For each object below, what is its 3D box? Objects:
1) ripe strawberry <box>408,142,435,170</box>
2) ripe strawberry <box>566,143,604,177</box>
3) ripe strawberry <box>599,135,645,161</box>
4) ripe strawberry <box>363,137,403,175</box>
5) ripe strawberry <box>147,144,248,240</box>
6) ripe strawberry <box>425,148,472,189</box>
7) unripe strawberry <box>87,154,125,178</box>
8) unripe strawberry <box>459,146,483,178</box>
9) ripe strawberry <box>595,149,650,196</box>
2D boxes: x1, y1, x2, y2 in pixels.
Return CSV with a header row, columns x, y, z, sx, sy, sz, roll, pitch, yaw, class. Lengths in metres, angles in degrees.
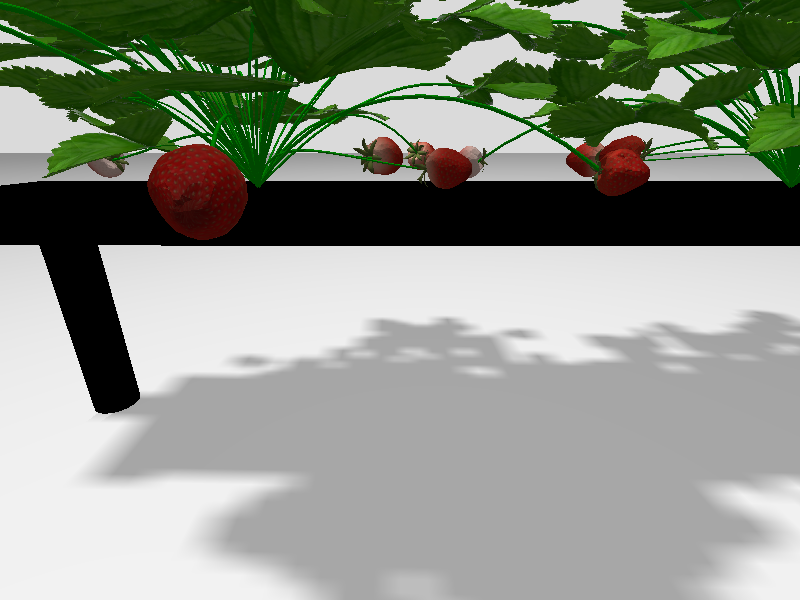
x,y,z,sx,sy,sz,roll,pitch,yaw,class
0.030,-0.182,0.508,0.039,0.035,0.035,16,9,35,ripe strawberry
0.205,-0.156,0.443,0.040,0.039,0.037,19,28,40,ripe strawberry
0.219,-0.141,0.397,0.039,0.041,0.036,13,25,30,ripe strawberry
-0.016,-0.158,0.439,0.046,0.039,0.046,18,27,38,ripe strawberry
-0.076,-0.039,0.150,0.034,0.036,0.037,-5,31,-12,ripe strawberry
0.038,-0.101,0.308,0.035,0.030,0.035,4,22,9,ripe strawberry
-0.325,-0.154,0.439,0.039,0.038,0.036,11,24,27,unripe strawberry
0.070,-0.146,0.425,0.034,0.033,0.031,2,21,21,unripe strawberry
0.149,-0.084,0.267,0.031,0.031,0.034,9,23,12,ripe strawberry
